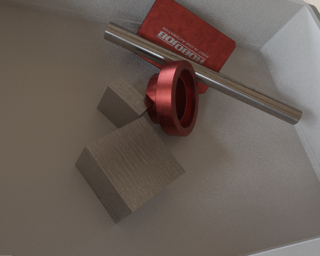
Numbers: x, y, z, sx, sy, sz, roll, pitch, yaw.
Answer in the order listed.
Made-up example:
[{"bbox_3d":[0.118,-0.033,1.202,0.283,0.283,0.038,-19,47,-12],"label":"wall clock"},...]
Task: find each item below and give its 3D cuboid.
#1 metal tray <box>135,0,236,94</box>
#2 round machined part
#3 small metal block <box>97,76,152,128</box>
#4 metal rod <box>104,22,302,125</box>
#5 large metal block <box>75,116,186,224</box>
[{"bbox_3d":[0.033,-0.121,0.457,0.130,0.090,0.030,31,13,-9],"label":"metal tray"},{"bbox_3d":[0.015,-0.038,0.406,0.042,0.098,0.098,2,48,25],"label":"round machined part"},{"bbox_3d":[-0.045,-0.027,0.383,0.050,0.050,0.025,44,51,1],"label":"small metal block"},{"bbox_3d":[0.066,-0.075,0.441,0.302,0.025,0.025,23,53,-7],"label":"metal rod"},{"bbox_3d":[-0.033,0.045,0.345,0.081,0.050,0.080,-30,79,-38],"label":"large metal block"}]
